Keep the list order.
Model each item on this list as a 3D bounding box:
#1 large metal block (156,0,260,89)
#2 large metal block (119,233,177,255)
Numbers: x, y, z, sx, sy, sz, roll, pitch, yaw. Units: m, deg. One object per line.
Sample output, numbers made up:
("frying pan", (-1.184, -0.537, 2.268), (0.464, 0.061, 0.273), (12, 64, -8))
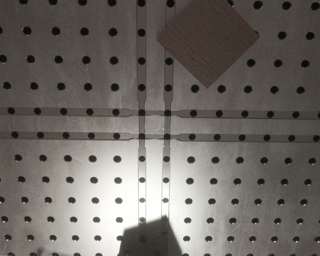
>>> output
("large metal block", (0.053, -0.106, 0.362), (0.080, 0.050, 0.080), (41, 105, -14))
("large metal block", (-0.013, 0.222, 0.482), (0.080, 0.050, 0.080), (-18, 109, 6))
